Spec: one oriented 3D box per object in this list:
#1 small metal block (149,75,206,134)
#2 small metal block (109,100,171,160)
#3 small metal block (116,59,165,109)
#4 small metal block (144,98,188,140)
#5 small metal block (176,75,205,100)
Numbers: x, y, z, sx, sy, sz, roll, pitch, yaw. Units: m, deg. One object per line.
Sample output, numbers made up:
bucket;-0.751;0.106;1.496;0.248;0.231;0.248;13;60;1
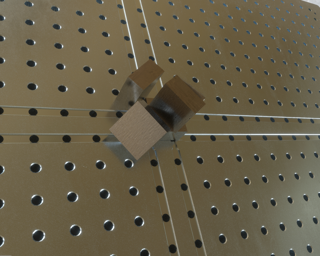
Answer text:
small metal block;0.020;-0.029;0.388;0.050;0.050;0.025;46;50;3
small metal block;-0.023;0.002;0.374;0.050;0.050;0.025;47;14;5
small metal block;-0.027;-0.057;0.412;0.025;0.050;0.050;42;51;0
small metal block;0.004;-0.011;0.416;0.050;0.025;0.050;1;61;-29
small metal block;0.035;-0.051;0.440;0.050;0.025;0.050;37;11;-4
